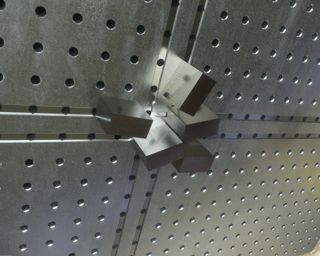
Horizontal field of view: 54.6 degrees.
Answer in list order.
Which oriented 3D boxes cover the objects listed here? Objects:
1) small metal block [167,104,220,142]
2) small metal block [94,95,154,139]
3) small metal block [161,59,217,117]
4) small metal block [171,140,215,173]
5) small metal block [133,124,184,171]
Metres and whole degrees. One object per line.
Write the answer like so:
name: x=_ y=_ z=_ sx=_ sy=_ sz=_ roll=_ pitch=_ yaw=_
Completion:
small metal block: x=0.043 y=-0.009 z=0.412 sx=0.050 sy=0.050 sz=0.025 roll=-11 pitch=123 yaw=-22
small metal block: x=-0.043 y=-0.013 z=0.363 sx=0.050 sy=0.050 sz=0.025 roll=9 pitch=114 yaw=-32
small metal block: x=0.034 y=-0.050 z=0.382 sx=0.025 sy=0.050 sz=0.050 roll=23 pitch=106 yaw=-37
small metal block: x=0.040 y=0.038 z=0.440 sx=0.050 sy=0.050 sz=0.025 roll=3 pitch=117 yaw=-30
small metal block: x=-0.003 y=0.024 z=0.408 sx=0.050 sy=0.050 sz=0.025 roll=-20 pitch=126 yaw=-17
